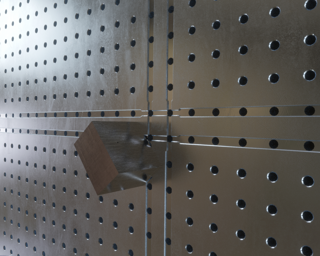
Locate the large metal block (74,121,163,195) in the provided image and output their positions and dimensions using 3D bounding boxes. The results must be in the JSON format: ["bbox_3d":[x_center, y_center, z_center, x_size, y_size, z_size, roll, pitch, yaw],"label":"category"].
[{"bbox_3d":[-0.057,0.038,0.421,0.050,0.081,0.080,-46,62,30],"label":"large metal block"}]
